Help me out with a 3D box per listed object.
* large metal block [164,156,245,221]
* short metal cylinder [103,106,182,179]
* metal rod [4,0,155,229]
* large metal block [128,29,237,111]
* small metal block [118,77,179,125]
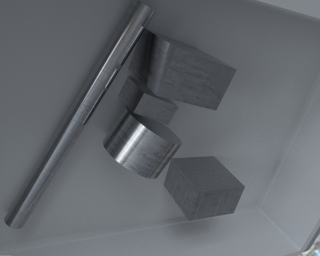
[{"bbox_3d":[0.064,0.087,0.464,0.081,0.080,0.050,0,118,-29],"label":"large metal block"},{"bbox_3d":[-0.021,0.016,0.373,0.080,0.080,0.050,27,104,-38],"label":"short metal cylinder"},{"bbox_3d":[-0.097,-0.006,0.352,0.025,0.025,0.299,25,105,-37],"label":"metal rod"},{"bbox_3d":[0.022,-0.066,0.346,0.081,0.080,0.050,11,113,-33],"label":"large metal block"},{"bbox_3d":[-0.014,-0.032,0.366,0.050,0.050,0.025,19,108,-36],"label":"small metal block"}]
